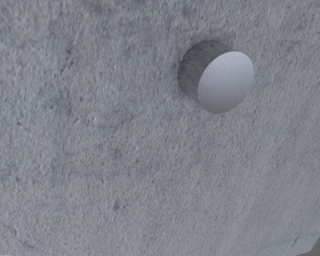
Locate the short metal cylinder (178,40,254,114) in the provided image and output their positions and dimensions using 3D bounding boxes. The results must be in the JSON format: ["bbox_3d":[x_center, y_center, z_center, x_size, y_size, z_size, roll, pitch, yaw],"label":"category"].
[{"bbox_3d":[0.070,-0.065,0.391,0.081,0.050,0.079,-14,125,-21],"label":"short metal cylinder"}]
